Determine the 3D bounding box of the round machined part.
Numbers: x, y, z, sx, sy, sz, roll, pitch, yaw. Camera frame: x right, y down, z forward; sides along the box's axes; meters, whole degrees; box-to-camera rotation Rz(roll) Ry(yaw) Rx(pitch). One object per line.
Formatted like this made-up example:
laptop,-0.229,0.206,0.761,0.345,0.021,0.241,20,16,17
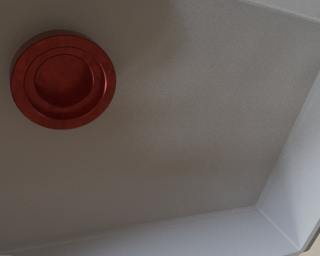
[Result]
round machined part,-0.098,-0.050,0.314,0.099,0.042,0.097,-14,125,-21
